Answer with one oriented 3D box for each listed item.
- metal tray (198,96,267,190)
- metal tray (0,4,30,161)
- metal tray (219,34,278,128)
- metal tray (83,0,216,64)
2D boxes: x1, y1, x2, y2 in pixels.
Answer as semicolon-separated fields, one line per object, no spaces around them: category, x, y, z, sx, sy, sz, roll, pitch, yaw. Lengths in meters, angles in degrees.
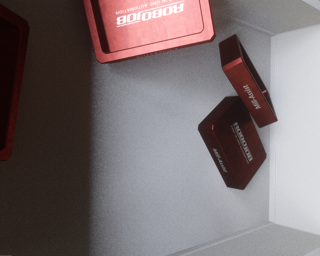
metal tray;0.122;0.024;0.505;0.090;0.030;0.130;-44;116;-31
metal tray;-0.153;-0.040;0.244;0.090;0.030;0.129;22;73;-73
metal tray;0.139;-0.073;0.491;0.130;0.030;0.090;49;29;-29
metal tray;-0.012;-0.126;0.332;0.030;0.130;0.089;-45;125;-73
